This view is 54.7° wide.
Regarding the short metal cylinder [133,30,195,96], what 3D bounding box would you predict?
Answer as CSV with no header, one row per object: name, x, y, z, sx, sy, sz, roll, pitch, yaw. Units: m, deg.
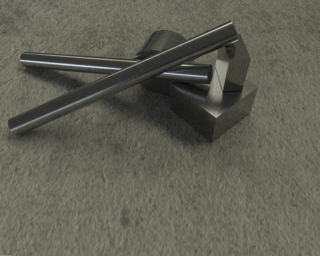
short metal cylinder,0.005,-0.093,0.449,0.080,0.080,0.050,16,52,13

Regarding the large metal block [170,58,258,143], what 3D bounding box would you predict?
large metal block,0.070,-0.039,0.421,0.080,0.050,0.080,-35,58,-25

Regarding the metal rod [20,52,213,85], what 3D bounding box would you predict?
metal rod,-0.076,-0.088,0.441,0.301,0.025,0.025,9,50,22

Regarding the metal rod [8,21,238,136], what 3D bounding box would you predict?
metal rod,-0.051,-0.058,0.384,0.301,0.025,0.025,-22,51,8

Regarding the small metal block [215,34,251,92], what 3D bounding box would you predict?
small metal block,0.090,-0.082,0.390,0.025,0.050,0.050,-4,51,-3
